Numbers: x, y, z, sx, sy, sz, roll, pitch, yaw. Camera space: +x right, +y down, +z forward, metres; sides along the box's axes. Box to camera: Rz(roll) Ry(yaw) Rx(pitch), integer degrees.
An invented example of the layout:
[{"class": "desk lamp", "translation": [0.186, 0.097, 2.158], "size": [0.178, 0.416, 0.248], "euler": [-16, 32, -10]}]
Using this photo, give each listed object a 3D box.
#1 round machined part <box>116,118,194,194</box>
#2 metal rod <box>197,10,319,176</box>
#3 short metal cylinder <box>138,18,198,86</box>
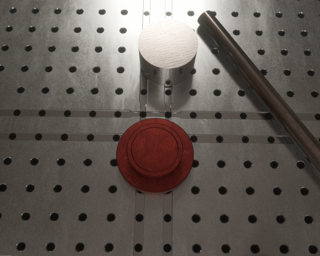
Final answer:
[{"class": "round machined part", "translation": [-0.006, 0.032, 0.391], "size": [0.099, 0.042, 0.098], "euler": [0, 70, -1]}, {"class": "metal rod", "translation": [0.146, -0.050, 0.431], "size": [0.025, 0.025, 0.299], "euler": [-30, 73, -11]}, {"class": "short metal cylinder", "translation": [0.011, -0.106, 0.437], "size": [0.081, 0.050, 0.080], "euler": [0, 70, -1]}]
